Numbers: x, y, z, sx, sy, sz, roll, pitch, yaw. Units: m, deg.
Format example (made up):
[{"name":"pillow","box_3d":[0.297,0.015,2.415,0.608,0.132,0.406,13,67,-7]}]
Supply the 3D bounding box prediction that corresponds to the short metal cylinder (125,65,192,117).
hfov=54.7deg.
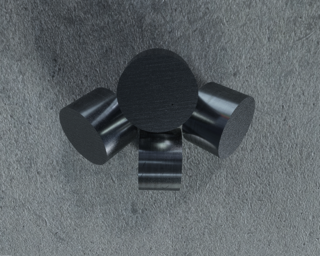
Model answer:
[{"name":"short metal cylinder","box_3d":[0.000,-0.042,0.382,0.081,0.050,0.079,0,110,-1]}]

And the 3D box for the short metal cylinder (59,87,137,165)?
[{"name":"short metal cylinder","box_3d":[-0.074,-0.002,0.374,0.080,0.050,0.079,28,139,28]}]

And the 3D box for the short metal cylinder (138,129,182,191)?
[{"name":"short metal cylinder","box_3d":[0.000,0.039,0.395,0.050,0.080,0.079,2,110,-1]}]

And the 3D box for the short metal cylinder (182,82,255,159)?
[{"name":"short metal cylinder","box_3d":[0.071,-0.009,0.373,0.050,0.081,0.079,28,113,31]}]

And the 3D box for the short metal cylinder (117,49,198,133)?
[{"name":"short metal cylinder","box_3d":[-0.002,-0.041,0.328,0.081,0.050,0.079,0,110,-1]}]
